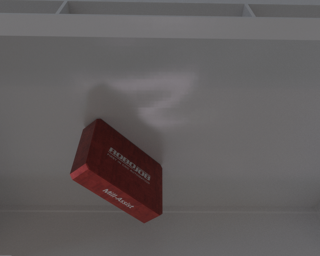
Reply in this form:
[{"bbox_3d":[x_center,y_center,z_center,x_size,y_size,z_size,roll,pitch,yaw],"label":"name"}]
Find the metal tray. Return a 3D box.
[{"bbox_3d":[-0.050,0.058,0.414,0.030,0.090,0.130,-34,123,25],"label":"metal tray"}]
